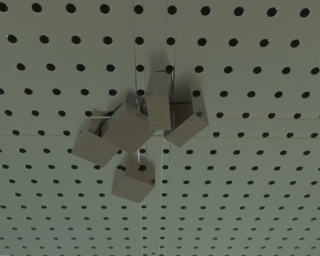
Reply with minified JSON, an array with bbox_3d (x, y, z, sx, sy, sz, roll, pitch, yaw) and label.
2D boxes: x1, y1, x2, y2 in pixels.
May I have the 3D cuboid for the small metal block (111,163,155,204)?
[{"bbox_3d":[-0.042,0.088,0.486,0.050,0.025,0.050,23,126,-19],"label":"small metal block"}]

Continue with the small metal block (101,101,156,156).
[{"bbox_3d":[-0.041,0.001,0.406,0.050,0.025,0.050,35,110,-26],"label":"small metal block"}]

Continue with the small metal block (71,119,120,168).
[{"bbox_3d":[-0.087,0.022,0.430,0.050,0.025,0.050,28,125,-23],"label":"small metal block"}]

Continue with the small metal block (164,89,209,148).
[{"bbox_3d":[0.031,-0.012,0.386,0.025,0.050,0.050,34,122,-26],"label":"small metal block"}]

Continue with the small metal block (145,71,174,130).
[{"bbox_3d":[0.001,-0.032,0.366,0.025,0.050,0.050,0,130,7],"label":"small metal block"}]
